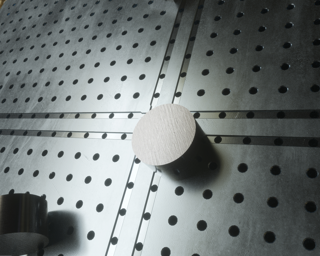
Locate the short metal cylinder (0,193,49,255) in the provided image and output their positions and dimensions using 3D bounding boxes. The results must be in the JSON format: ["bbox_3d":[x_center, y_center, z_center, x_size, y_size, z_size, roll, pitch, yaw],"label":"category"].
[{"bbox_3d":[-0.184,0.125,0.393,0.080,0.080,0.050,-26,53,12],"label":"short metal cylinder"}]

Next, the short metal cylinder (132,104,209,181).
[{"bbox_3d":[0.013,0.017,0.375,0.080,0.050,0.080,-13,56,21],"label":"short metal cylinder"}]

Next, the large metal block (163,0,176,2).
[{"bbox_3d":[0.011,-0.281,0.559,0.080,0.050,0.080,29,78,37],"label":"large metal block"}]
